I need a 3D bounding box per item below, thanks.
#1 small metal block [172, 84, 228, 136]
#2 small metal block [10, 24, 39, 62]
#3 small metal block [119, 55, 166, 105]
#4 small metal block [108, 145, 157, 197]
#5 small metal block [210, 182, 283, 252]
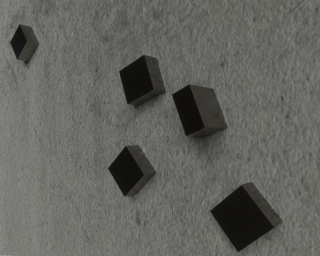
[{"bbox_3d":[0.046,-0.019,0.350,0.025,0.050,0.050,-28,72,36],"label":"small metal block"},{"bbox_3d":[-0.275,-0.172,0.628,0.050,0.025,0.050,-45,64,30],"label":"small metal block"},{"bbox_3d":[-0.025,-0.064,0.423,0.050,0.025,0.050,-25,75,37],"label":"small metal block"},{"bbox_3d":[-0.040,0.060,0.436,0.050,0.025,0.050,-50,61,28],"label":"small metal block"},{"bbox_3d":[0.091,0.094,0.329,0.050,0.025,0.050,-49,61,28],"label":"small metal block"}]
